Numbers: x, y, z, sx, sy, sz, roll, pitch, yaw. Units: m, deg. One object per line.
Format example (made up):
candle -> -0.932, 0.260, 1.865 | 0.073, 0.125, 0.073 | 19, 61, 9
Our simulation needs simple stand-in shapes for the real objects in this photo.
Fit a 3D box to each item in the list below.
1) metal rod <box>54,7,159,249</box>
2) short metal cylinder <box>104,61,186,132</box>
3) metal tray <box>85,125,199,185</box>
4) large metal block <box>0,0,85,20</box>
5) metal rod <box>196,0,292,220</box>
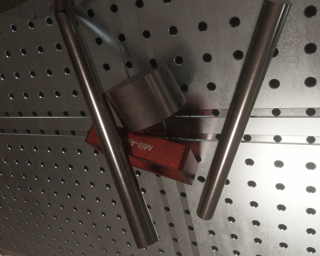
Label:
metal rod -> -0.067, -0.012, 0.359 | 0.025, 0.025, 0.299 | -29, 78, 37
short metal cylinder -> -0.016, -0.037, 0.360 | 0.080, 0.080, 0.050 | -17, 109, 34
metal tray -> -0.020, 0.034, 0.406 | 0.130, 0.030, 0.090 | 15, 164, 19
large metal block -> -0.137, -0.174, 0.342 | 0.080, 0.050, 0.079 | -7, 95, 31
metal rod -> 0.087, 0.004, 0.367 | 0.025, 0.025, 0.298 | 21, 126, 15
